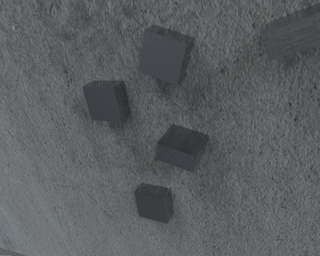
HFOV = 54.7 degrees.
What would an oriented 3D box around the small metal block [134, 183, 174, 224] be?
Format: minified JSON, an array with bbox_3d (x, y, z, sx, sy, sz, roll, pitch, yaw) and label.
[{"bbox_3d":[-0.009,0.117,0.484,0.050,0.025,0.050,6,121,25],"label":"small metal block"}]

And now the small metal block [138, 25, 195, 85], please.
[{"bbox_3d":[0.007,-0.083,0.352,0.050,0.025,0.050,22,127,14],"label":"small metal block"}]

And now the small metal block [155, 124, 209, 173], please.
[{"bbox_3d":[0.029,0.024,0.391,0.050,0.050,0.025,19,126,17],"label":"small metal block"}]

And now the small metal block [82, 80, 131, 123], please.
[{"bbox_3d":[-0.072,-0.037,0.422,0.050,0.025,0.050,5,121,25],"label":"small metal block"}]

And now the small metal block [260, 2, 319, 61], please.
[{"bbox_3d":[0.121,-0.086,0.273,0.050,0.050,0.025,-14,111,34],"label":"small metal block"}]
